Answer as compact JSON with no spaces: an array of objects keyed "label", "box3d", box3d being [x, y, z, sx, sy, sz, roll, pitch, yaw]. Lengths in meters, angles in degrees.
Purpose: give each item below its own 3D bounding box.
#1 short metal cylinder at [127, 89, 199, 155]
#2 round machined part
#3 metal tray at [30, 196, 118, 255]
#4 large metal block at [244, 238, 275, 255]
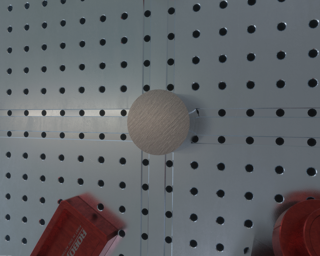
[{"label":"short metal cylinder","box3d":[0.005,-0.007,0.397,0.080,0.050,0.079,0,90,20]},{"label":"round machined part","box3d":[0.171,0.120,0.316,0.099,0.042,0.098,2,59,-4]},{"label":"metal tray","box3d":[-0.132,0.179,0.456,0.090,0.030,0.129,35,101,16]},{"label":"large metal block","box3d":[0.107,0.184,0.346,0.050,0.080,0.080,29,100,18]}]
